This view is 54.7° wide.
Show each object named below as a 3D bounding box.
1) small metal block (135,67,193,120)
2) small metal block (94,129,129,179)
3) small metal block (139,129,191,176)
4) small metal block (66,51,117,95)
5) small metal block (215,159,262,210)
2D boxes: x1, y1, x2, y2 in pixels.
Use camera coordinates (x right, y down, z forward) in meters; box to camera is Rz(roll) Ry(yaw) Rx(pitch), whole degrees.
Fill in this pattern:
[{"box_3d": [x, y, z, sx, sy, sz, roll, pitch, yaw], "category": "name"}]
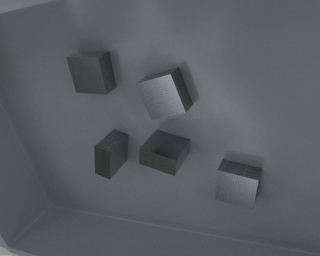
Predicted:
[{"box_3d": [0.006, -0.041, 0.380, 0.050, 0.025, 0.050, -10, 113, 32], "category": "small metal block"}, {"box_3d": [-0.070, 0.038, 0.453, 0.025, 0.050, 0.050, 19, 126, 17], "category": "small metal block"}, {"box_3d": [0.007, 0.031, 0.408, 0.050, 0.050, 0.025, 17, 125, 18], "category": "small metal block"}, {"box_3d": [-0.090, -0.073, 0.411, 0.050, 0.025, 0.050, 6, 121, 25], "category": "small metal block"}, {"box_3d": [0.101, 0.073, 0.401, 0.050, 0.025, 0.050, 12, 124, 21], "category": "small metal block"}]
